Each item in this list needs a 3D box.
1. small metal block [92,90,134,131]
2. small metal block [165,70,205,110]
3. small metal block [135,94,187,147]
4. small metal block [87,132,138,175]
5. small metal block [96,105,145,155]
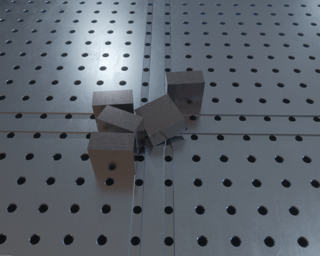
[{"bbox_3d":[-0.060,-0.023,0.410,0.050,0.050,0.025,-4,50,-4],"label":"small metal block"},{"bbox_3d":[0.034,-0.052,0.436,0.050,0.050,0.025,-4,50,-4],"label":"small metal block"},{"bbox_3d":[0.001,-0.011,0.410,0.050,0.025,0.050,-27,55,-6],"label":"small metal block"},{"bbox_3d":[-0.054,0.031,0.365,0.050,0.050,0.025,2,50,1],"label":"small metal block"},{"bbox_3d":[-0.047,0.004,0.388,0.050,0.050,0.025,19,53,15],"label":"small metal block"}]
